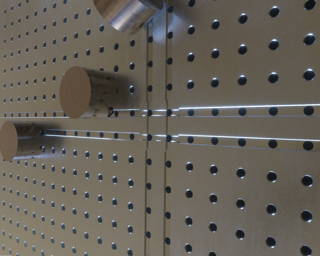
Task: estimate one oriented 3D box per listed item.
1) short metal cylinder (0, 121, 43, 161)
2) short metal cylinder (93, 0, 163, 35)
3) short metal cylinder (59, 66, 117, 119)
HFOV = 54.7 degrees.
[{"bbox_3d":[-0.282,0.025,0.626,0.080,0.050,0.079,0,90,40],"label":"short metal cylinder"},{"bbox_3d":[-0.042,-0.172,0.408,0.050,0.081,0.080,-33,70,35],"label":"short metal cylinder"},{"bbox_3d":[-0.113,-0.054,0.487,0.080,0.050,0.079,0,90,40],"label":"short metal cylinder"}]
